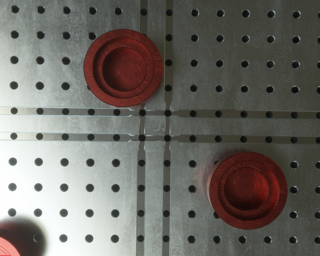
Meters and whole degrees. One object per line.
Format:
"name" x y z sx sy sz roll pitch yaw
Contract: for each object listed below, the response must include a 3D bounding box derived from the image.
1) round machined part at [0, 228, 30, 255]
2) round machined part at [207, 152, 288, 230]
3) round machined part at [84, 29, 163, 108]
"round machined part" -0.216 0.178 0.402 0.099 0.042 0.097 0 90 -1
"round machined part" 0.110 0.078 0.406 0.099 0.042 0.097 0 90 -1
"round machined part" -0.046 -0.074 0.404 0.099 0.042 0.097 0 90 -1
